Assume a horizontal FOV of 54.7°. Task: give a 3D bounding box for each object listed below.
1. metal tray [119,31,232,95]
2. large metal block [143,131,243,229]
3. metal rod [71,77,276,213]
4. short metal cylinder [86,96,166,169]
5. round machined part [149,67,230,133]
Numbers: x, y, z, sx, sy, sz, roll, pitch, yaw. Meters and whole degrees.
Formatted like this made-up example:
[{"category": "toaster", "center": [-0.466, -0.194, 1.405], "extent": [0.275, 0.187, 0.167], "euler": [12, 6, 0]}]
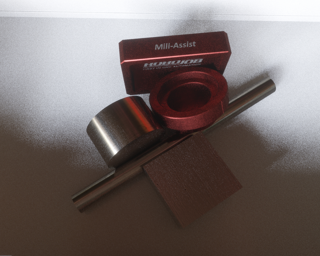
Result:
[{"category": "metal tray", "center": [0.017, -0.081, 0.402], "extent": [0.131, 0.090, 0.030], "euler": [-6, 71, -3]}, {"category": "large metal block", "center": [0.036, 0.063, 0.371], "extent": [0.080, 0.050, 0.080], "euler": [-31, 73, -11]}, {"category": "metal rod", "center": [0.026, 0.016, 0.403], "extent": [0.301, 0.025, 0.025], "euler": [-31, 73, -11]}, {"category": "short metal cylinder", "center": [-0.041, 0.006, 0.376], "extent": [0.080, 0.080, 0.050], "euler": [-32, 74, -11]}, {"category": "round machined part", "center": [0.039, -0.032, 0.396], "extent": [0.098, 0.042, 0.098], "euler": [-10, 44, 10]}]
